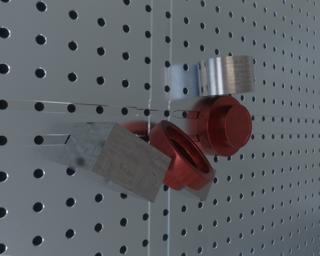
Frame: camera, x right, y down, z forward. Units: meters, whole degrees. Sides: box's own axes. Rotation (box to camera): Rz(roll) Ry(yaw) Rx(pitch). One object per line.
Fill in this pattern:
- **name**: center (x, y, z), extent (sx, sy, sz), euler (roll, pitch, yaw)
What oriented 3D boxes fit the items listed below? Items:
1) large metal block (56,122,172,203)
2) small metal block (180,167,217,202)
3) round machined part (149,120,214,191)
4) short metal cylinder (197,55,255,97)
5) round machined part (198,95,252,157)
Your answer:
- **large metal block**: center (-0.049, 0.035, 0.332), extent (0.080, 0.080, 0.050), euler (36, 68, -34)
- **small metal block**: center (0.051, 0.073, 0.452), extent (0.050, 0.025, 0.050), euler (37, 67, -34)
- **round machined part**: center (0.020, 0.040, 0.392), extent (0.042, 0.098, 0.098), euler (-43, 126, 16)
- **short metal cylinder**: center (0.096, -0.074, 0.453), extent (0.081, 0.080, 0.050), euler (-8, 96, -40)
- **round machined part**: center (0.108, -0.003, 0.488), extent (0.099, 0.042, 0.097), euler (0, 90, -40)
